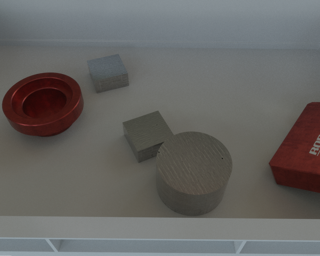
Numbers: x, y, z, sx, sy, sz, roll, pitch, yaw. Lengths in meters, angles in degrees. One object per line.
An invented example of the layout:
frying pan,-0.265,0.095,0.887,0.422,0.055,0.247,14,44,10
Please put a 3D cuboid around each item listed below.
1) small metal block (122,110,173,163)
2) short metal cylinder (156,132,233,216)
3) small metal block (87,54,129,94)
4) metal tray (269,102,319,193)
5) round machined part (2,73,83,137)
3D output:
small metal block,-0.014,0.010,0.396,0.050,0.025,0.050,-20,53,-16
short metal cylinder,0.036,0.050,0.347,0.081,0.050,0.080,0,50,0
small metal block,-0.080,-0.084,0.475,0.050,0.025,0.050,-16,52,-14
metal tray,0.199,0.018,0.361,0.090,0.030,0.131,5,41,47
round machined part,-0.152,-0.027,0.415,0.099,0.042,0.098,0,50,0
